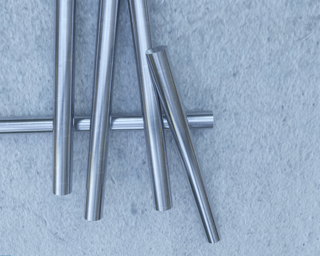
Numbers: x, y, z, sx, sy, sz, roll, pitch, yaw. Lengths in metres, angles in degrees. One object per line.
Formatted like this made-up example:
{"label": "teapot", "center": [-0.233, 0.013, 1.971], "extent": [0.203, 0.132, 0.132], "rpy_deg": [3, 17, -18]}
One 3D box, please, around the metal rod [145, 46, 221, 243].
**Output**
{"label": "metal rod", "center": [0.038, 0.040, 0.404], "extent": [0.025, 0.025, 0.298], "rpy_deg": [-16, 117, 5]}

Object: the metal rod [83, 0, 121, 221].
{"label": "metal rod", "center": [-0.070, -0.030, 0.375], "extent": [0.025, 0.025, 0.298], "rpy_deg": [6, 101, -3]}

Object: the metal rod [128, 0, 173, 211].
{"label": "metal rod", "center": [-0.012, -0.042, 0.372], "extent": [0.025, 0.025, 0.298], "rpy_deg": [-6, 102, 2]}

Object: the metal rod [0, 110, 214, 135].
{"label": "metal rod", "center": [-0.083, -0.006, 0.406], "extent": [0.302, 0.025, 0.025], "rpy_deg": [-2, 110, 0]}

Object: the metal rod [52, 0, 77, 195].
{"label": "metal rod", "center": [-0.113, -0.063, 0.365], "extent": [0.025, 0.025, 0.298], "rpy_deg": [5, 103, -2]}
